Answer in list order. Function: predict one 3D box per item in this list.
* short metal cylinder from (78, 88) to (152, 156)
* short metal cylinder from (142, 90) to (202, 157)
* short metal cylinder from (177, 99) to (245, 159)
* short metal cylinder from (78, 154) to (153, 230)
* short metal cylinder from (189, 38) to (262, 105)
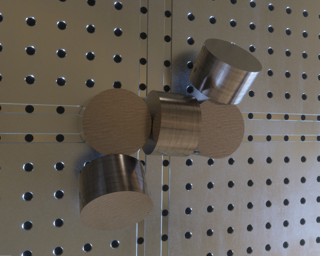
[{"bbox_3d":[-0.056,-0.006,0.378,0.081,0.050,0.079,0,90,-21],"label":"short metal cylinder"},{"bbox_3d":[0.011,-0.005,0.388,0.050,0.080,0.080,5,88,-20],"label":"short metal cylinder"},{"bbox_3d":[0.067,0.000,0.425,0.081,0.050,0.079,0,90,-21],"label":"short metal cylinder"},{"bbox_3d":[-0.052,0.076,0.359,0.081,0.050,0.080,-10,137,-9],"label":"short metal cylinder"},{"bbox_3d":[0.085,-0.075,0.409,0.081,0.080,0.050,9,129,-20],"label":"short metal cylinder"}]
